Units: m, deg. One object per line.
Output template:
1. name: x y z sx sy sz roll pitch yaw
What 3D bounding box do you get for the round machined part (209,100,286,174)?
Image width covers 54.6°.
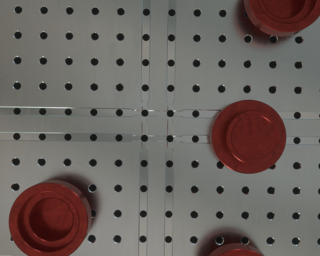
1. round machined part: 0.117 0.012 0.406 0.099 0.042 0.097 0 90 0

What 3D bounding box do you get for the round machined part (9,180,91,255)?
1. round machined part: -0.138 0.116 0.404 0.099 0.042 0.097 0 90 0

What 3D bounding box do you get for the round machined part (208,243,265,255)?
1. round machined part: 0.100 0.199 0.406 0.099 0.042 0.097 0 90 0

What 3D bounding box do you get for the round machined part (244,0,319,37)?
1. round machined part: 0.159 -0.168 0.406 0.099 0.042 0.097 0 90 0
